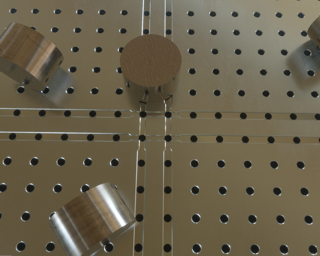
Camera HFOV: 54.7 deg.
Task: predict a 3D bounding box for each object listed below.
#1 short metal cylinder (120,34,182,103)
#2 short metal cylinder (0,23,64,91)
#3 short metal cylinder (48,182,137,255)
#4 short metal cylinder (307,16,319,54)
[{"bbox_3d":[-0.012,-0.081,0.428,0.081,0.050,0.080,0,70,0],"label":"short metal cylinder"},{"bbox_3d":[-0.178,-0.093,0.414,0.080,0.080,0.050,23,72,8],"label":"short metal cylinder"},{"bbox_3d":[-0.074,0.105,0.343,0.080,0.080,0.050,-33,74,-12],"label":"short metal cylinder"},{"bbox_3d":[0.259,-0.136,0.436,0.081,0.080,0.050,-20,72,-7],"label":"short metal cylinder"}]
